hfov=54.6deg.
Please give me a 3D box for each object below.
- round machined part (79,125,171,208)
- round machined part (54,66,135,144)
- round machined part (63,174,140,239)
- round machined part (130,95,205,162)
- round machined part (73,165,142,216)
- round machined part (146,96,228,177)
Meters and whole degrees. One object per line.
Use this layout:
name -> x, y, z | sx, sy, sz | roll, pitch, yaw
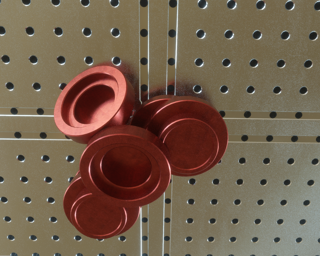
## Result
round machined part -> -0.036, 0.039, 0.350 | 0.098, 0.042, 0.097 | 1, 118, 2
round machined part -> -0.074, -0.024, 0.375 | 0.098, 0.098, 0.042 | -26, 143, 9
round machined part -> -0.074, 0.101, 0.396 | 0.099, 0.042, 0.097 | 0, 110, 0
round machined part -> 0.010, 0.011, 0.386 | 0.099, 0.042, 0.097 | 0, 110, 0
round machined part -> -0.067, 0.085, 0.413 | 0.099, 0.042, 0.097 | 0, 110, 0
round machined part -> 0.031, 0.015, 0.364 | 0.099, 0.042, 0.097 | 0, 110, 0
